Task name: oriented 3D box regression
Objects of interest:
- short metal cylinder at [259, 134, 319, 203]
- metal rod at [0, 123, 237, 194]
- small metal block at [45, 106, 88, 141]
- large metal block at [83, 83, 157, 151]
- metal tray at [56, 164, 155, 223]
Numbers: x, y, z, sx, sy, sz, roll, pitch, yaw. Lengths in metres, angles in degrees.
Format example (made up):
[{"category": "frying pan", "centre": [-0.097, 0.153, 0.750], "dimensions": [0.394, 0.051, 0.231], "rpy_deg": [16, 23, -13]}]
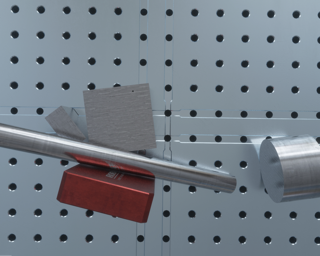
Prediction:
[{"category": "short metal cylinder", "centre": [0.163, 0.050, 0.388], "dimensions": [0.050, 0.080, 0.079], "rpy_deg": [-7, 90, 0]}, {"category": "metal rod", "centre": [-0.043, 0.040, 0.367], "dimensions": [0.302, 0.025, 0.025], "rpy_deg": [15, 90, -19]}, {"category": "small metal block", "centre": [-0.114, 0.000, 0.399], "dimensions": [0.025, 0.050, 0.050], "rpy_deg": [-37, 90, 0]}, {"category": "large metal block", "centre": [-0.049, -0.011, 0.400], "dimensions": [0.081, 0.050, 0.079], "rpy_deg": [-7, 90, -1]}, {"category": "metal tray", "centre": [-0.053, 0.066, 0.360], "dimensions": [0.091, 0.130, 0.030], "rpy_deg": [15, 90, 0]}]
